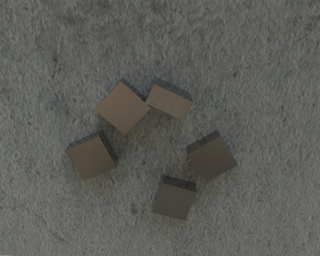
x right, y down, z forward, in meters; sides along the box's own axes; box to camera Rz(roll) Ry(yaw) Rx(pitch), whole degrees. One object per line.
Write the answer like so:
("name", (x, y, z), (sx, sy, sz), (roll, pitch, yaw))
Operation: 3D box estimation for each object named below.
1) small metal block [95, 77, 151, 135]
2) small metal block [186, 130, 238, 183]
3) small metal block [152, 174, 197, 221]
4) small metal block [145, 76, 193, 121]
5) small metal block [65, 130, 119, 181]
("small metal block", (-0.046, -0.028, 0.399), (0.050, 0.025, 0.050), (41, 105, -14))
("small metal block", (0.071, 0.039, 0.425), (0.050, 0.025, 0.050), (-31, 108, 10))
("small metal block", (0.020, 0.100, 0.447), (0.050, 0.025, 0.050), (16, 109, -7))
("small metal block", (0.010, -0.038, 0.383), (0.050, 0.050, 0.025), (24, 108, -9))
("small metal block", (-0.091, 0.037, 0.422), (0.050, 0.025, 0.050), (-23, 109, 8))
